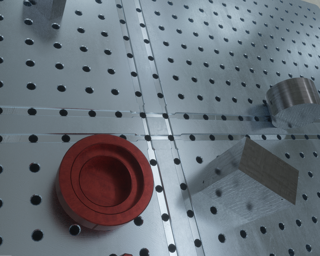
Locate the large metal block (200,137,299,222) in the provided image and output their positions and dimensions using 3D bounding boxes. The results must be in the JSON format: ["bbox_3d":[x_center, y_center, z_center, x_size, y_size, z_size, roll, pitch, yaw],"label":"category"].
[{"bbox_3d":[0.112,0.068,0.392,0.080,0.080,0.050,33,52,-7],"label":"large metal block"}]

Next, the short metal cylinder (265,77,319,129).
[{"bbox_3d":[0.223,-0.040,0.517,0.081,0.080,0.050,10,58,-23],"label":"short metal cylinder"}]

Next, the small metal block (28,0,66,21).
[{"bbox_3d":[-0.155,-0.185,0.421,0.050,0.050,0.025,44,51,2],"label":"small metal block"}]

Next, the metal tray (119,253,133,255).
[{"bbox_3d":[-0.055,0.184,0.262,0.131,0.030,0.090,-29,78,-37],"label":"metal tray"}]

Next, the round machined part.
[{"bbox_3d":[-0.060,0.059,0.329,0.099,0.042,0.098,14,56,-21],"label":"round machined part"}]
